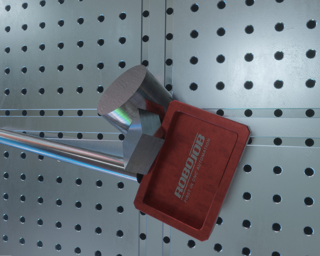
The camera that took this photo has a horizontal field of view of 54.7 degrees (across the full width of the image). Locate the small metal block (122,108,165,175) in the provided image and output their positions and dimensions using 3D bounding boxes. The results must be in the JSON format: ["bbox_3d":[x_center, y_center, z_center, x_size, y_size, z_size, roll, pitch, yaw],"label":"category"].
[{"bbox_3d":[-0.020,0.015,0.342,0.025,0.050,0.050,17,119,-20],"label":"small metal block"}]

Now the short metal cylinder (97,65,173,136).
[{"bbox_3d":[-0.032,-0.032,0.387,0.080,0.080,0.050,-36,121,16],"label":"short metal cylinder"}]

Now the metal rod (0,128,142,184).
[{"bbox_3d":[-0.147,0.030,0.432,0.300,0.025,0.025,10,93,30],"label":"metal rod"}]

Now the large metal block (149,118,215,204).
[{"bbox_3d":[0.015,0.035,0.392,0.080,0.050,0.080,-37,79,16],"label":"large metal block"}]

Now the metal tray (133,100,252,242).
[{"bbox_3d":[0.035,0.044,0.341,0.090,0.030,0.129,22,97,18],"label":"metal tray"}]
